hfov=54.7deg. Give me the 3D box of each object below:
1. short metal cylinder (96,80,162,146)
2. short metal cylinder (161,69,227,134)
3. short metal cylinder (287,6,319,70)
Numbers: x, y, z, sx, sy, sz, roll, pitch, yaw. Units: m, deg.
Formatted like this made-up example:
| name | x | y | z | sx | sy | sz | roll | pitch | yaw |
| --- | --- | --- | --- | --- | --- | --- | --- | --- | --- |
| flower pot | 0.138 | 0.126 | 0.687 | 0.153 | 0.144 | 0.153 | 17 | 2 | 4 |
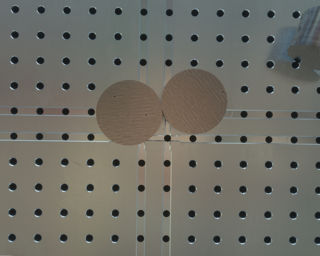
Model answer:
| name | x | y | z | sx | sy | sz | roll | pitch | yaw |
| --- | --- | --- | --- | --- | --- | --- | --- | --- | --- |
| short metal cylinder | -0.037 | -0.019 | 0.400 | 0.081 | 0.050 | 0.079 | 0 | 90 | -1 |
| short metal cylinder | 0.042 | -0.032 | 0.401 | 0.081 | 0.050 | 0.079 | 0 | 90 | -1 |
| short metal cylinder | 0.210 | -0.109 | 0.389 | 0.080 | 0.080 | 0.050 | 23 | 90 | -1 |
